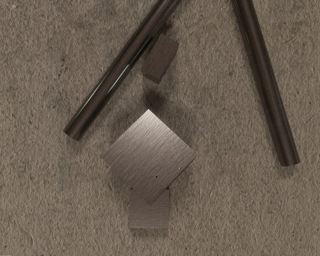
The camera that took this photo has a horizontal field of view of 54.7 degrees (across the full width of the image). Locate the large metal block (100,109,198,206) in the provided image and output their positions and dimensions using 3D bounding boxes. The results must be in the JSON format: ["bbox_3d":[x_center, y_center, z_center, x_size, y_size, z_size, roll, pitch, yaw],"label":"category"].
[{"bbox_3d":[-0.013,0.038,0.383,0.080,0.050,0.080,43,78,10],"label":"large metal block"}]

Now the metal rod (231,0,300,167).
[{"bbox_3d":[0.131,-0.095,0.411,0.025,0.025,0.298,-17,90,0],"label":"metal rod"}]

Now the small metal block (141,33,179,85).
[{"bbox_3d":[0.000,-0.087,0.397,0.025,0.050,0.050,30,90,-1],"label":"small metal block"}]

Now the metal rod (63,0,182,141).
[{"bbox_3d":[-0.029,-0.111,0.409,0.025,0.025,0.299,36,90,-1],"label":"metal rod"}]

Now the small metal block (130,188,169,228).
[{"bbox_3d":[-0.014,0.104,0.410,0.050,0.025,0.050,1,90,-1],"label":"small metal block"}]
